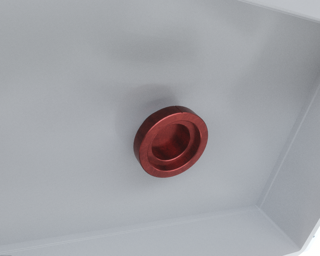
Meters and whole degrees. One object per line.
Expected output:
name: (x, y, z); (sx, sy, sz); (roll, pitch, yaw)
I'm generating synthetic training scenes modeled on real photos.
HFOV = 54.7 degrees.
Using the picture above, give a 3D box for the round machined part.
round machined part: (0.011, 0.014, 0.409); (0.099, 0.042, 0.097); (-14, 125, -21)
